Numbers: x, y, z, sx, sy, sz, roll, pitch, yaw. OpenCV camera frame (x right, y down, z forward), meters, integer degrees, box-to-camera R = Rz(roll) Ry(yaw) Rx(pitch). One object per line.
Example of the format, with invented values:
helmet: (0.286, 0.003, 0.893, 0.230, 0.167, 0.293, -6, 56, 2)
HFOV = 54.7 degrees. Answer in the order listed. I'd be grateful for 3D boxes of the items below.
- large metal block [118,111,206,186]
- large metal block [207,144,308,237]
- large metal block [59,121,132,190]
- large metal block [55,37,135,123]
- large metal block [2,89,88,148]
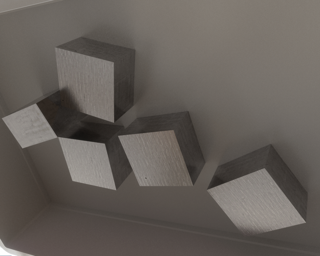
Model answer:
large metal block: (0.004, 0.029, 0.407, 0.080, 0.050, 0.080, -7, 115, 31)
large metal block: (0.119, 0.078, 0.377, 0.080, 0.050, 0.080, -32, 101, 38)
large metal block: (-0.094, 0.040, 0.465, 0.080, 0.050, 0.079, 6, 121, 24)
large metal block: (-0.080, -0.063, 0.394, 0.080, 0.050, 0.079, 17, 125, 17)
large metal block: (-0.158, -0.020, 0.442, 0.080, 0.080, 0.050, -15, 111, 34)
